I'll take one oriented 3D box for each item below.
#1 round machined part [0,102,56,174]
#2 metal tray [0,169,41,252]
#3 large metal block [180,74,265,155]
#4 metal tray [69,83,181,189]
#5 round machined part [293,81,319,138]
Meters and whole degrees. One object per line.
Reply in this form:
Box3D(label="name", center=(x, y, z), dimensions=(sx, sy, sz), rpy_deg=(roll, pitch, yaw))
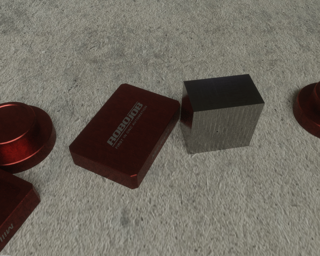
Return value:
Box3D(label="round machined part", center=(-0.185, 0.005, 0.385), dimensions=(0.099, 0.042, 0.098), rpy_deg=(0, 50, 0))
Box3D(label="metal tray", center=(-0.200, 0.100, 0.313), dimensions=(0.090, 0.030, 0.130), rpy_deg=(20, 53, 16))
Box3D(label="large metal block", center=(0.071, -0.016, 0.382), dimensions=(0.081, 0.080, 0.050), rpy_deg=(-8, 51, -7))
Box3D(label="metal tray", center=(-0.040, 0.004, 0.396), dimensions=(0.090, 0.030, 0.130), rpy_deg=(20, 53, 16))
Box3D(label="round machined part", center=(0.239, -0.031, 0.421), dimensions=(0.099, 0.042, 0.098), rpy_deg=(0, 50, 0))
